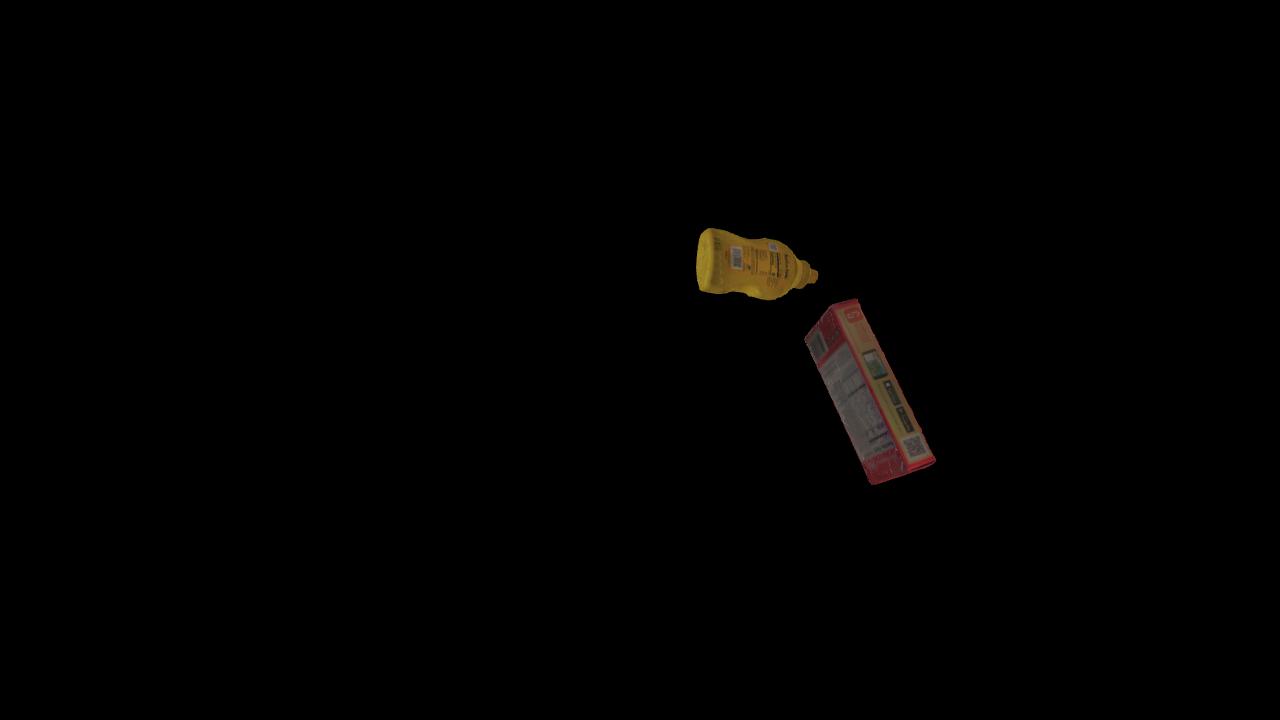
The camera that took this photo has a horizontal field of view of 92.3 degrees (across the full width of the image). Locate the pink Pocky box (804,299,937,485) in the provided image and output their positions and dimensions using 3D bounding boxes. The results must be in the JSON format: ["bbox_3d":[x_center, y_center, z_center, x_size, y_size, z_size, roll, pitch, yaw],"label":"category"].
[{"bbox_3d":[0.201,0.031,0.552,0.029,0.155,0.084,-17,-18,-7],"label":"pink Pocky box"}]

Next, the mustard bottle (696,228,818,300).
[{"bbox_3d":[0.174,-0.131,0.882,0.184,0.092,0.054,5,-18,-18],"label":"mustard bottle"}]
